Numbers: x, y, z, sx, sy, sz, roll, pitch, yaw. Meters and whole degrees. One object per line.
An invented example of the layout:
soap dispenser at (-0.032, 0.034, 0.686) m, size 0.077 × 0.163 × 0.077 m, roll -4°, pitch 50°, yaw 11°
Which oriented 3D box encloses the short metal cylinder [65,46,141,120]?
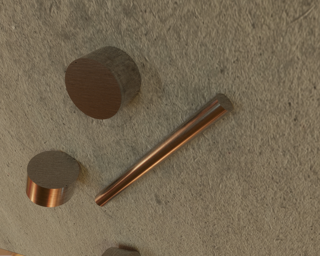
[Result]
short metal cylinder at (-0.071, -0.057, 0.393) m, size 0.080 × 0.050 × 0.079 m, roll 13°, pitch 124°, yaw 21°

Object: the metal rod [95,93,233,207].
metal rod at (-0.014, 0.048, 0.443) m, size 0.025 × 0.025 × 0.299 m, roll 46°, pitch 129°, yaw -4°

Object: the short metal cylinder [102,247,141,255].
short metal cylinder at (-0.074, 0.267, 0.576) m, size 0.050 × 0.080 × 0.080 m, roll -1°, pitch 118°, yaw 28°

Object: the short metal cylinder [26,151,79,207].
short metal cylinder at (-0.180, 0.084, 0.518) m, size 0.080 × 0.080 × 0.050 m, roll 30°, pitch 128°, yaw 9°
